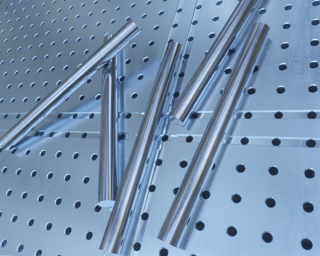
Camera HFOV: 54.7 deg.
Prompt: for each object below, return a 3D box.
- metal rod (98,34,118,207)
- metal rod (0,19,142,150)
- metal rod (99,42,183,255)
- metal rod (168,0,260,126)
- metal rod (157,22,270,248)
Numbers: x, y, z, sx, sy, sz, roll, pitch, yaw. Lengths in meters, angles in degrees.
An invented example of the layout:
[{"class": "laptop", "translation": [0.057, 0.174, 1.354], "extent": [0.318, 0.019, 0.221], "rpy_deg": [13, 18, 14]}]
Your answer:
[{"class": "metal rod", "translation": [-0.076, -0.031, 0.464], "extent": [0.025, 0.025, 0.299], "rpy_deg": [-17, 55, 18]}, {"class": "metal rod", "translation": [-0.150, -0.065, 0.502], "extent": [0.300, 0.025, 0.025], "rpy_deg": [-39, 51, 10]}, {"class": "metal rod", "translation": [-0.017, 0.009, 0.410], "extent": [0.025, 0.025, 0.300], "rpy_deg": [3, 63, 29]}, {"class": "metal rod", "translation": [0.098, -0.133, 0.437], "extent": [0.025, 0.025, 0.300], "rpy_deg": [22, 73, 36]}, {"class": "metal rod", "translation": [0.072, -0.006, 0.373], "extent": [0.025, 0.025, 0.300], "rpy_deg": [15, 69, 33]}]
